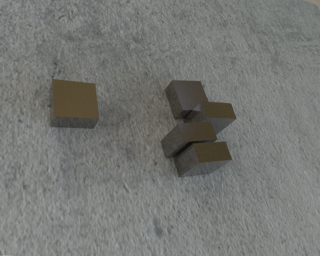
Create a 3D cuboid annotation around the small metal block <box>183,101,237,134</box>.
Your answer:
[{"bbox_3d":[0.069,-0.012,0.435,0.050,0.050,0.025,1,61,-28],"label":"small metal block"}]

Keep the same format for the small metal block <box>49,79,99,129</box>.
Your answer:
[{"bbox_3d":[-0.102,-0.028,0.367,0.050,0.025,0.050,3,61,-27],"label":"small metal block"}]

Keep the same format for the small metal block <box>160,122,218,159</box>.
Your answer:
[{"bbox_3d":[0.036,0.016,0.399,0.050,0.050,0.025,-3,64,-30],"label":"small metal block"}]

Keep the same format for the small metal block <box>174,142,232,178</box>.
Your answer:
[{"bbox_3d":[0.054,0.040,0.394,0.050,0.050,0.025,-2,63,-29],"label":"small metal block"}]

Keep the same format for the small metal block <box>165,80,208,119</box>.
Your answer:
[{"bbox_3d":[0.041,-0.042,0.453,0.050,0.025,0.050,-4,64,-30],"label":"small metal block"}]
